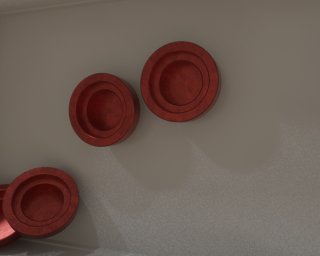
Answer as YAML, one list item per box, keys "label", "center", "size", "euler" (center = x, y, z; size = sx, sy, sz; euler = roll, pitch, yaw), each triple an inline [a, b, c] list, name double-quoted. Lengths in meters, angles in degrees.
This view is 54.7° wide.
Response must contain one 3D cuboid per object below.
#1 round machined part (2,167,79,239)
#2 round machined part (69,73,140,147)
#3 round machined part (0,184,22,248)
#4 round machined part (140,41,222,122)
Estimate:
- label: "round machined part"
  center: [-0.166, 0.109, 0.442]
  size: [0.098, 0.099, 0.042]
  euler: [41, 146, 15]
- label: "round machined part"
  center: [-0.072, -0.024, 0.427]
  size: [0.098, 0.042, 0.097]
  euler: [0, 90, 20]
- label: "round machined part"
  center: [-0.240, 0.137, 0.467]
  size: [0.098, 0.098, 0.042]
  euler: [23, 136, 18]
- label: "round machined part"
  center: [0.029, -0.056, 0.391]
  size: [0.098, 0.042, 0.097]
  euler: [0, 90, 20]
